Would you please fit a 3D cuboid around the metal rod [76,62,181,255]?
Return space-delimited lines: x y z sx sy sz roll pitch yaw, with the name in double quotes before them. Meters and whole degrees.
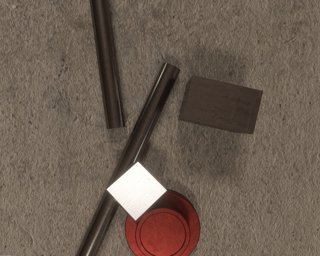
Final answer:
"metal rod" -0.046 0.055 0.409 0.025 0.025 0.299 24 90 -1

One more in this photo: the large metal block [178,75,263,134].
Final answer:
"large metal block" 0.070 -0.026 0.383 0.080 0.080 0.050 13 90 -1

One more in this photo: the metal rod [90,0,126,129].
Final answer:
"metal rod" -0.077 -0.148 0.408 0.025 0.025 0.298 -8 90 0

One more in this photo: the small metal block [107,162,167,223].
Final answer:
"small metal block" -0.028 0.079 0.378 0.050 0.025 0.050 -41 73 -20

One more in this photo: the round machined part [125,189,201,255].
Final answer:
"round machined part" 0.004 0.132 0.402 0.099 0.042 0.097 0 90 -1
